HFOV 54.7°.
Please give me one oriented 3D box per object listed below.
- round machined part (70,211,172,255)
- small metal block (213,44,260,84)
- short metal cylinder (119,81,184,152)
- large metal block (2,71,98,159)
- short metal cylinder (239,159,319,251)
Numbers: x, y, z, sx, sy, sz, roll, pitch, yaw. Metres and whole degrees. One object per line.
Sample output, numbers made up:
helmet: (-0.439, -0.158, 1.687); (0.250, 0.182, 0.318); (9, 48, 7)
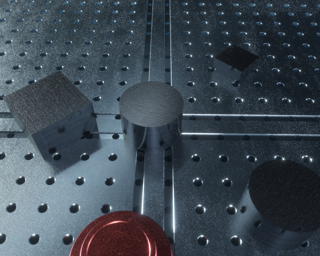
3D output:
round machined part: (-0.037, 0.123, 0.292); (0.099, 0.042, 0.098); (0, 50, 0)
small metal block: (0.121, -0.103, 0.496); (0.050, 0.025, 0.050); (36, 58, 26)
short metal cylinder: (-0.011, -0.016, 0.405); (0.081, 0.050, 0.080); (0, 50, 0)
large metal block: (-0.141, -0.019, 0.406); (0.080, 0.050, 0.080); (-33, 58, -25)
short metal cylinder: (0.128, 0.080, 0.326); (0.081, 0.050, 0.080); (0, 50, 0)
